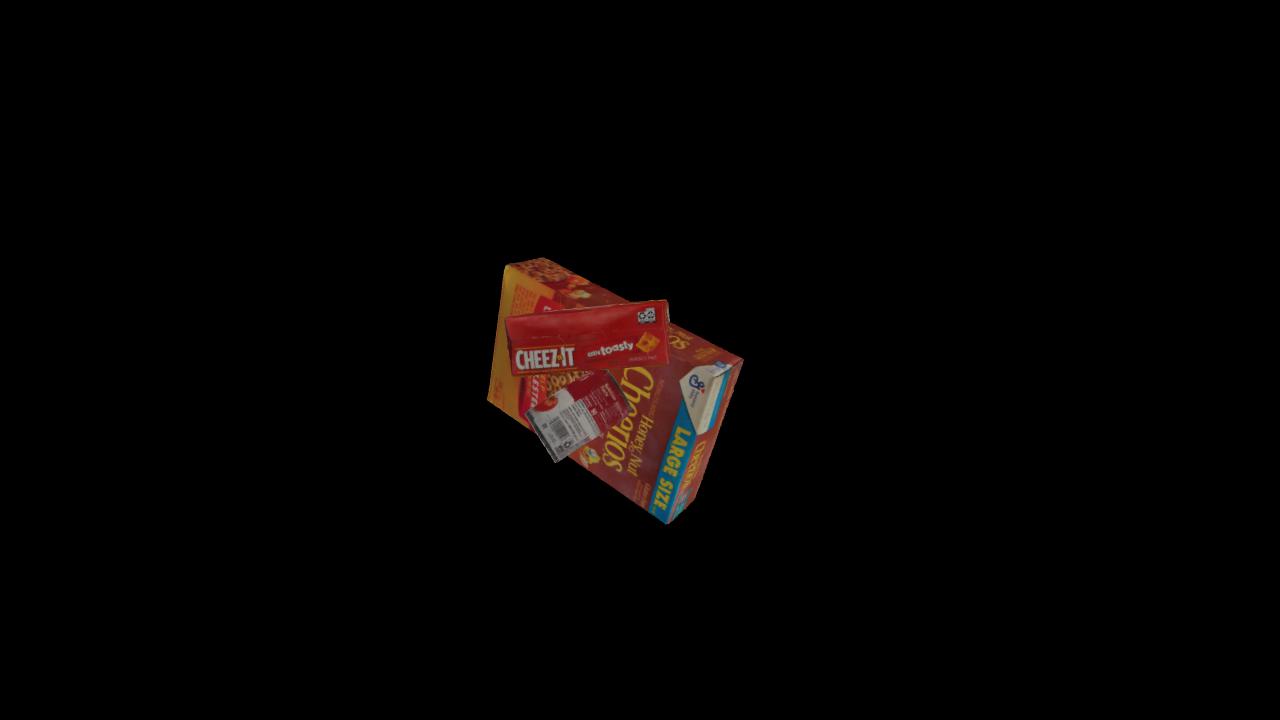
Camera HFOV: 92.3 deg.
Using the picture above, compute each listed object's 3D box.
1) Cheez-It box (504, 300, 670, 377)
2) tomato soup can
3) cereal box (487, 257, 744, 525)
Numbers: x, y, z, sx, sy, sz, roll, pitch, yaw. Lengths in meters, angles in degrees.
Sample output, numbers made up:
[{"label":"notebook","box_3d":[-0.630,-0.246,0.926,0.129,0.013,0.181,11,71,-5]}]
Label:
[{"label":"Cheez-It box","box_3d":[-0.047,-0.030,0.724,0.166,0.071,0.223,-6,5,4]},{"label":"tomato soup can","box_3d":[-0.068,0.060,0.679,0.101,0.068,0.068,-33,8,-12]},{"label":"cereal box","box_3d":[-0.046,0.028,0.739,0.306,0.203,0.081,30,32,26]}]
